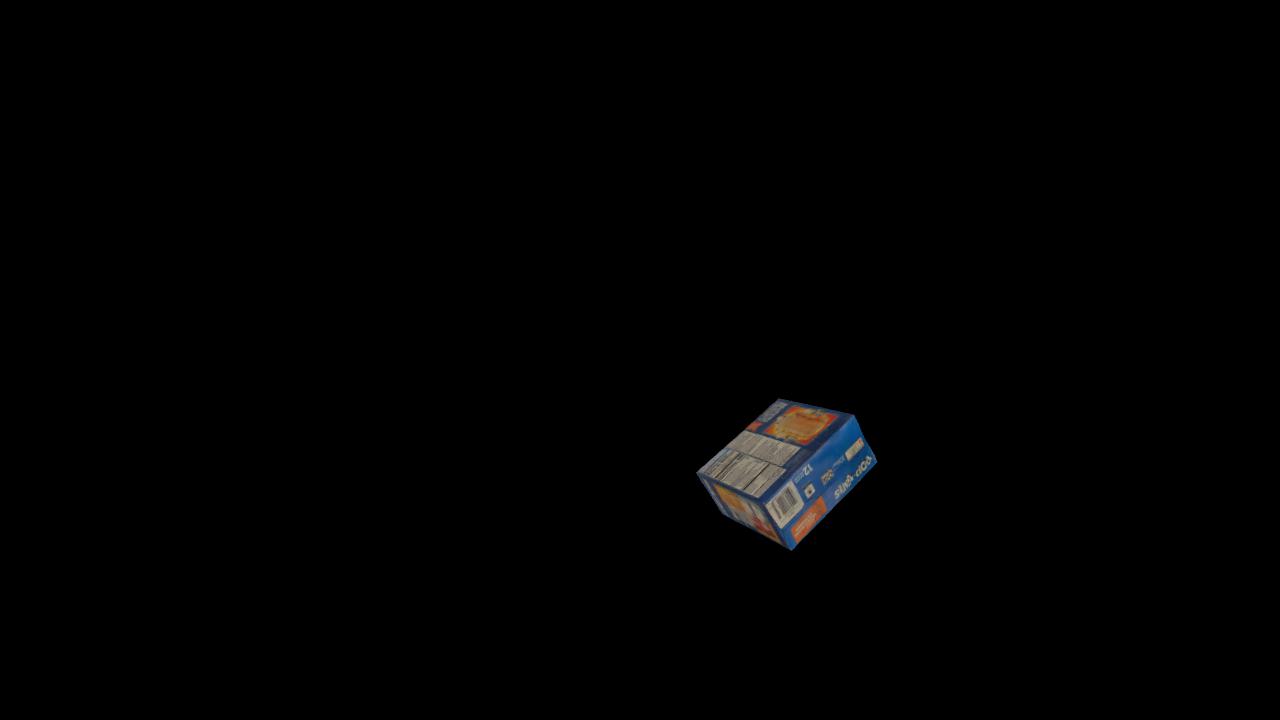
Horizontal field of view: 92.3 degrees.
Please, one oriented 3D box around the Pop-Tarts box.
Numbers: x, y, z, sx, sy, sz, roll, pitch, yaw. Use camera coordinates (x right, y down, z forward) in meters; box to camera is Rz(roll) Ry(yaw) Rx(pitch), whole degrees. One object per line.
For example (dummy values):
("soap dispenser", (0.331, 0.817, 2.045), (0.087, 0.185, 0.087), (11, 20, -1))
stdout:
("Pop-Tarts box", (0.186, 0.138, 0.789), (0.167, 0.083, 0.141), (-37, 22, -20))
